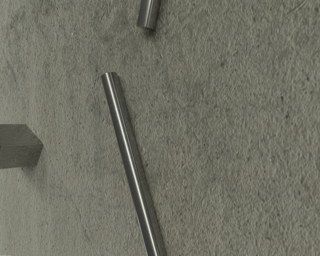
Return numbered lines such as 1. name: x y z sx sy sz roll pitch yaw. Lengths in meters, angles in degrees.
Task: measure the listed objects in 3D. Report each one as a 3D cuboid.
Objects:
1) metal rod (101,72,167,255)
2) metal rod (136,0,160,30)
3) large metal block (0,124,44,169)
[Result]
1. metal rod: -0.036 0.061 0.431 0.025 0.025 0.299 -26 74 37
2. metal rod: 0.010 -0.279 0.394 0.025 0.025 0.298 19 102 38
3. large metal block: -0.290 0.034 0.604 0.080 0.081 0.050 37 113 33
